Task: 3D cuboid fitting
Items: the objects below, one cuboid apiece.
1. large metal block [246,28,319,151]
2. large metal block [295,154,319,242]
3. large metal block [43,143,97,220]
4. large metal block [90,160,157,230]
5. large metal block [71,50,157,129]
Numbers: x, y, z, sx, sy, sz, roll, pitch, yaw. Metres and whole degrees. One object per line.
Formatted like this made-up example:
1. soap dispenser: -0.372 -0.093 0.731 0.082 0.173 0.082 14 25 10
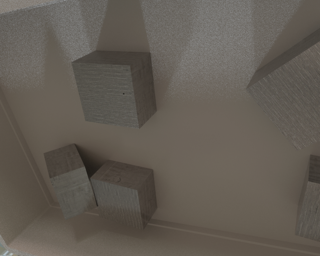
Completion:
1. large metal block: 0.144 -0.037 0.294 0.080 0.050 0.080 49 129 -7
2. large metal block: 0.199 0.083 0.339 0.080 0.050 0.079 11 123 22
3. large metal block: -0.144 0.083 0.494 0.080 0.050 0.079 42 146 55
4. large metal block: -0.054 0.103 0.485 0.080 0.050 0.079 9 122 23
5. large metal block: -0.055 -0.050 0.390 0.080 0.050 0.079 8 122 24
